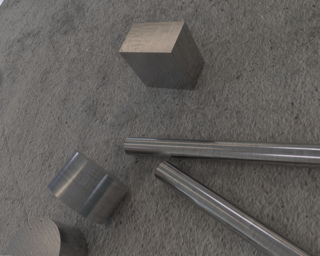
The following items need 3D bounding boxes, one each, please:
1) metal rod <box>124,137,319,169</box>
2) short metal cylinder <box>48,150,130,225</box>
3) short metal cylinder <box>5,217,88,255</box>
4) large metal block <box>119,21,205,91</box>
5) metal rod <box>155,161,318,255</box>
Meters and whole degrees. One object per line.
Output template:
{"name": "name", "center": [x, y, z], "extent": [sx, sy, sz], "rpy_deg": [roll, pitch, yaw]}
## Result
{"name": "metal rod", "center": [0.092, 0.027, 0.339], "extent": [0.300, 0.025, 0.025], "rpy_deg": [1, 62, 28]}
{"name": "short metal cylinder", "center": [-0.084, 0.070, 0.370], "extent": [0.080, 0.080, 0.050], "rpy_deg": [29, 78, 37]}
{"name": "short metal cylinder", "center": [-0.133, 0.151, 0.365], "extent": [0.080, 0.050, 0.080], "rpy_deg": [-13, 56, 21]}
{"name": "large metal block", "center": [0.005, -0.097, 0.426], "extent": [0.080, 0.080, 0.050], "rpy_deg": [9, 67, 32]}
{"name": "metal rod", "center": [0.108, 0.108, 0.280], "extent": [0.300, 0.025, 0.025], "rpy_deg": [29, 78, 37]}
